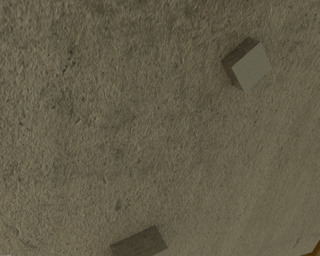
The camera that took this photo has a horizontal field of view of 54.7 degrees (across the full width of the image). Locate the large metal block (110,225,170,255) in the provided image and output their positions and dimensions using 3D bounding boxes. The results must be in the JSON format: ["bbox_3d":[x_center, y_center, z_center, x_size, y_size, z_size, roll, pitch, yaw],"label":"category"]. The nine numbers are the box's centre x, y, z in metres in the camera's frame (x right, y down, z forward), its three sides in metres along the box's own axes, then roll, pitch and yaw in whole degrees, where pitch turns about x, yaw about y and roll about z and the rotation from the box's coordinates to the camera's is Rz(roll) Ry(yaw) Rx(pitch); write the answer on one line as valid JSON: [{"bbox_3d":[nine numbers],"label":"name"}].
[{"bbox_3d":[-0.030,0.220,0.511,0.081,0.050,0.079,-19,126,-17],"label":"large metal block"}]

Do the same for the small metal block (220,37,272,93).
[{"bbox_3d":[0.117,-0.085,0.418,0.050,0.025,0.050,-41,130,0],"label":"small metal block"}]
